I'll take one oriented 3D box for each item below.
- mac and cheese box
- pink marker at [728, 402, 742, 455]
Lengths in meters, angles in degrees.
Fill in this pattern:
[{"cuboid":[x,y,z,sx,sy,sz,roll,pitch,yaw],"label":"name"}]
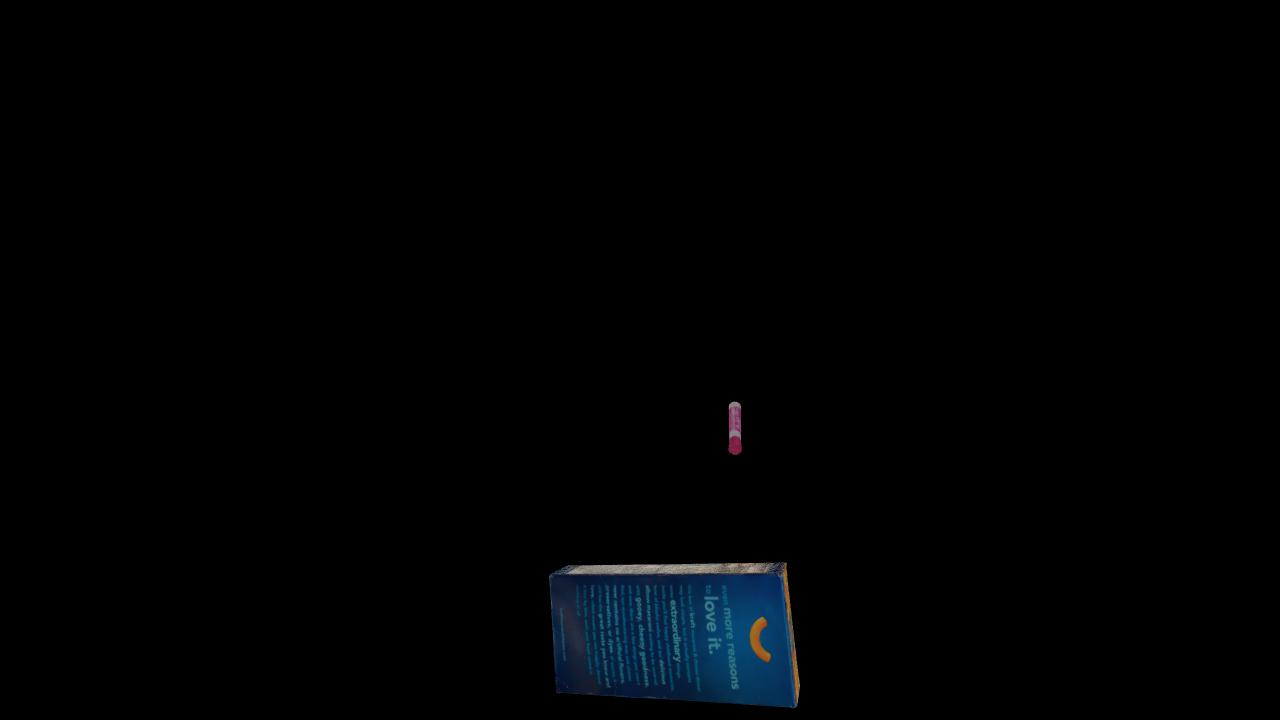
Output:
[{"cuboid":[0.022,0.205,0.468,0.184,0.093,0.041,-7,-7,19],"label":"mac and cheese box"},{"cuboid":[0.141,0.100,0.909,0.020,0.020,0.121,0,27,8],"label":"pink marker"}]
